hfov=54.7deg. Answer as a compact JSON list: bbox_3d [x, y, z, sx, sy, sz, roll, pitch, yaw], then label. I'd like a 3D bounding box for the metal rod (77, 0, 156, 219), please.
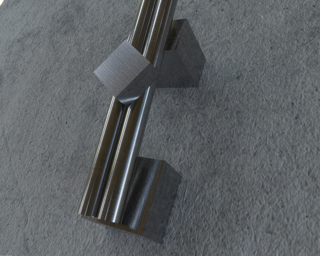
[{"bbox_3d":[-0.040,-0.049,0.362,0.025,0.025,0.299,3,70,29],"label":"metal rod"}]

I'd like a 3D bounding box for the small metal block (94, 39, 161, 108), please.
[{"bbox_3d":[-0.036,-0.059,0.335,0.050,0.025,0.050,-45,56,4],"label":"small metal block"}]

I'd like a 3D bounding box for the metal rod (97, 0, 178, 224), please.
[{"bbox_3d":[-0.017,-0.047,0.350,0.025,0.025,0.299,3,70,29],"label":"metal rod"}]

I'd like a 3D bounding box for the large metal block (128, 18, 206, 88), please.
[{"bbox_3d":[0.008,-0.098,0.426,0.080,0.080,0.050,3,64,30],"label":"large metal block"}]

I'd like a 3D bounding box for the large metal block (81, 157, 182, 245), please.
[{"bbox_3d":[-0.031,0.078,0.356,0.080,0.050,0.080,5,64,30],"label":"large metal block"}]
